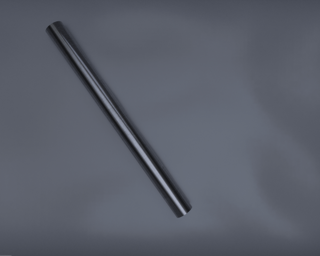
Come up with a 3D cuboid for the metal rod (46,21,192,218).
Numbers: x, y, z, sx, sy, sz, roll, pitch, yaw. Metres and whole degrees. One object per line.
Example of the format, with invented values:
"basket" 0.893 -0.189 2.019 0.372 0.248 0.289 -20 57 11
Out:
"metal rod" -0.054 -0.011 0.410 0.025 0.025 0.299 -35 90 0
